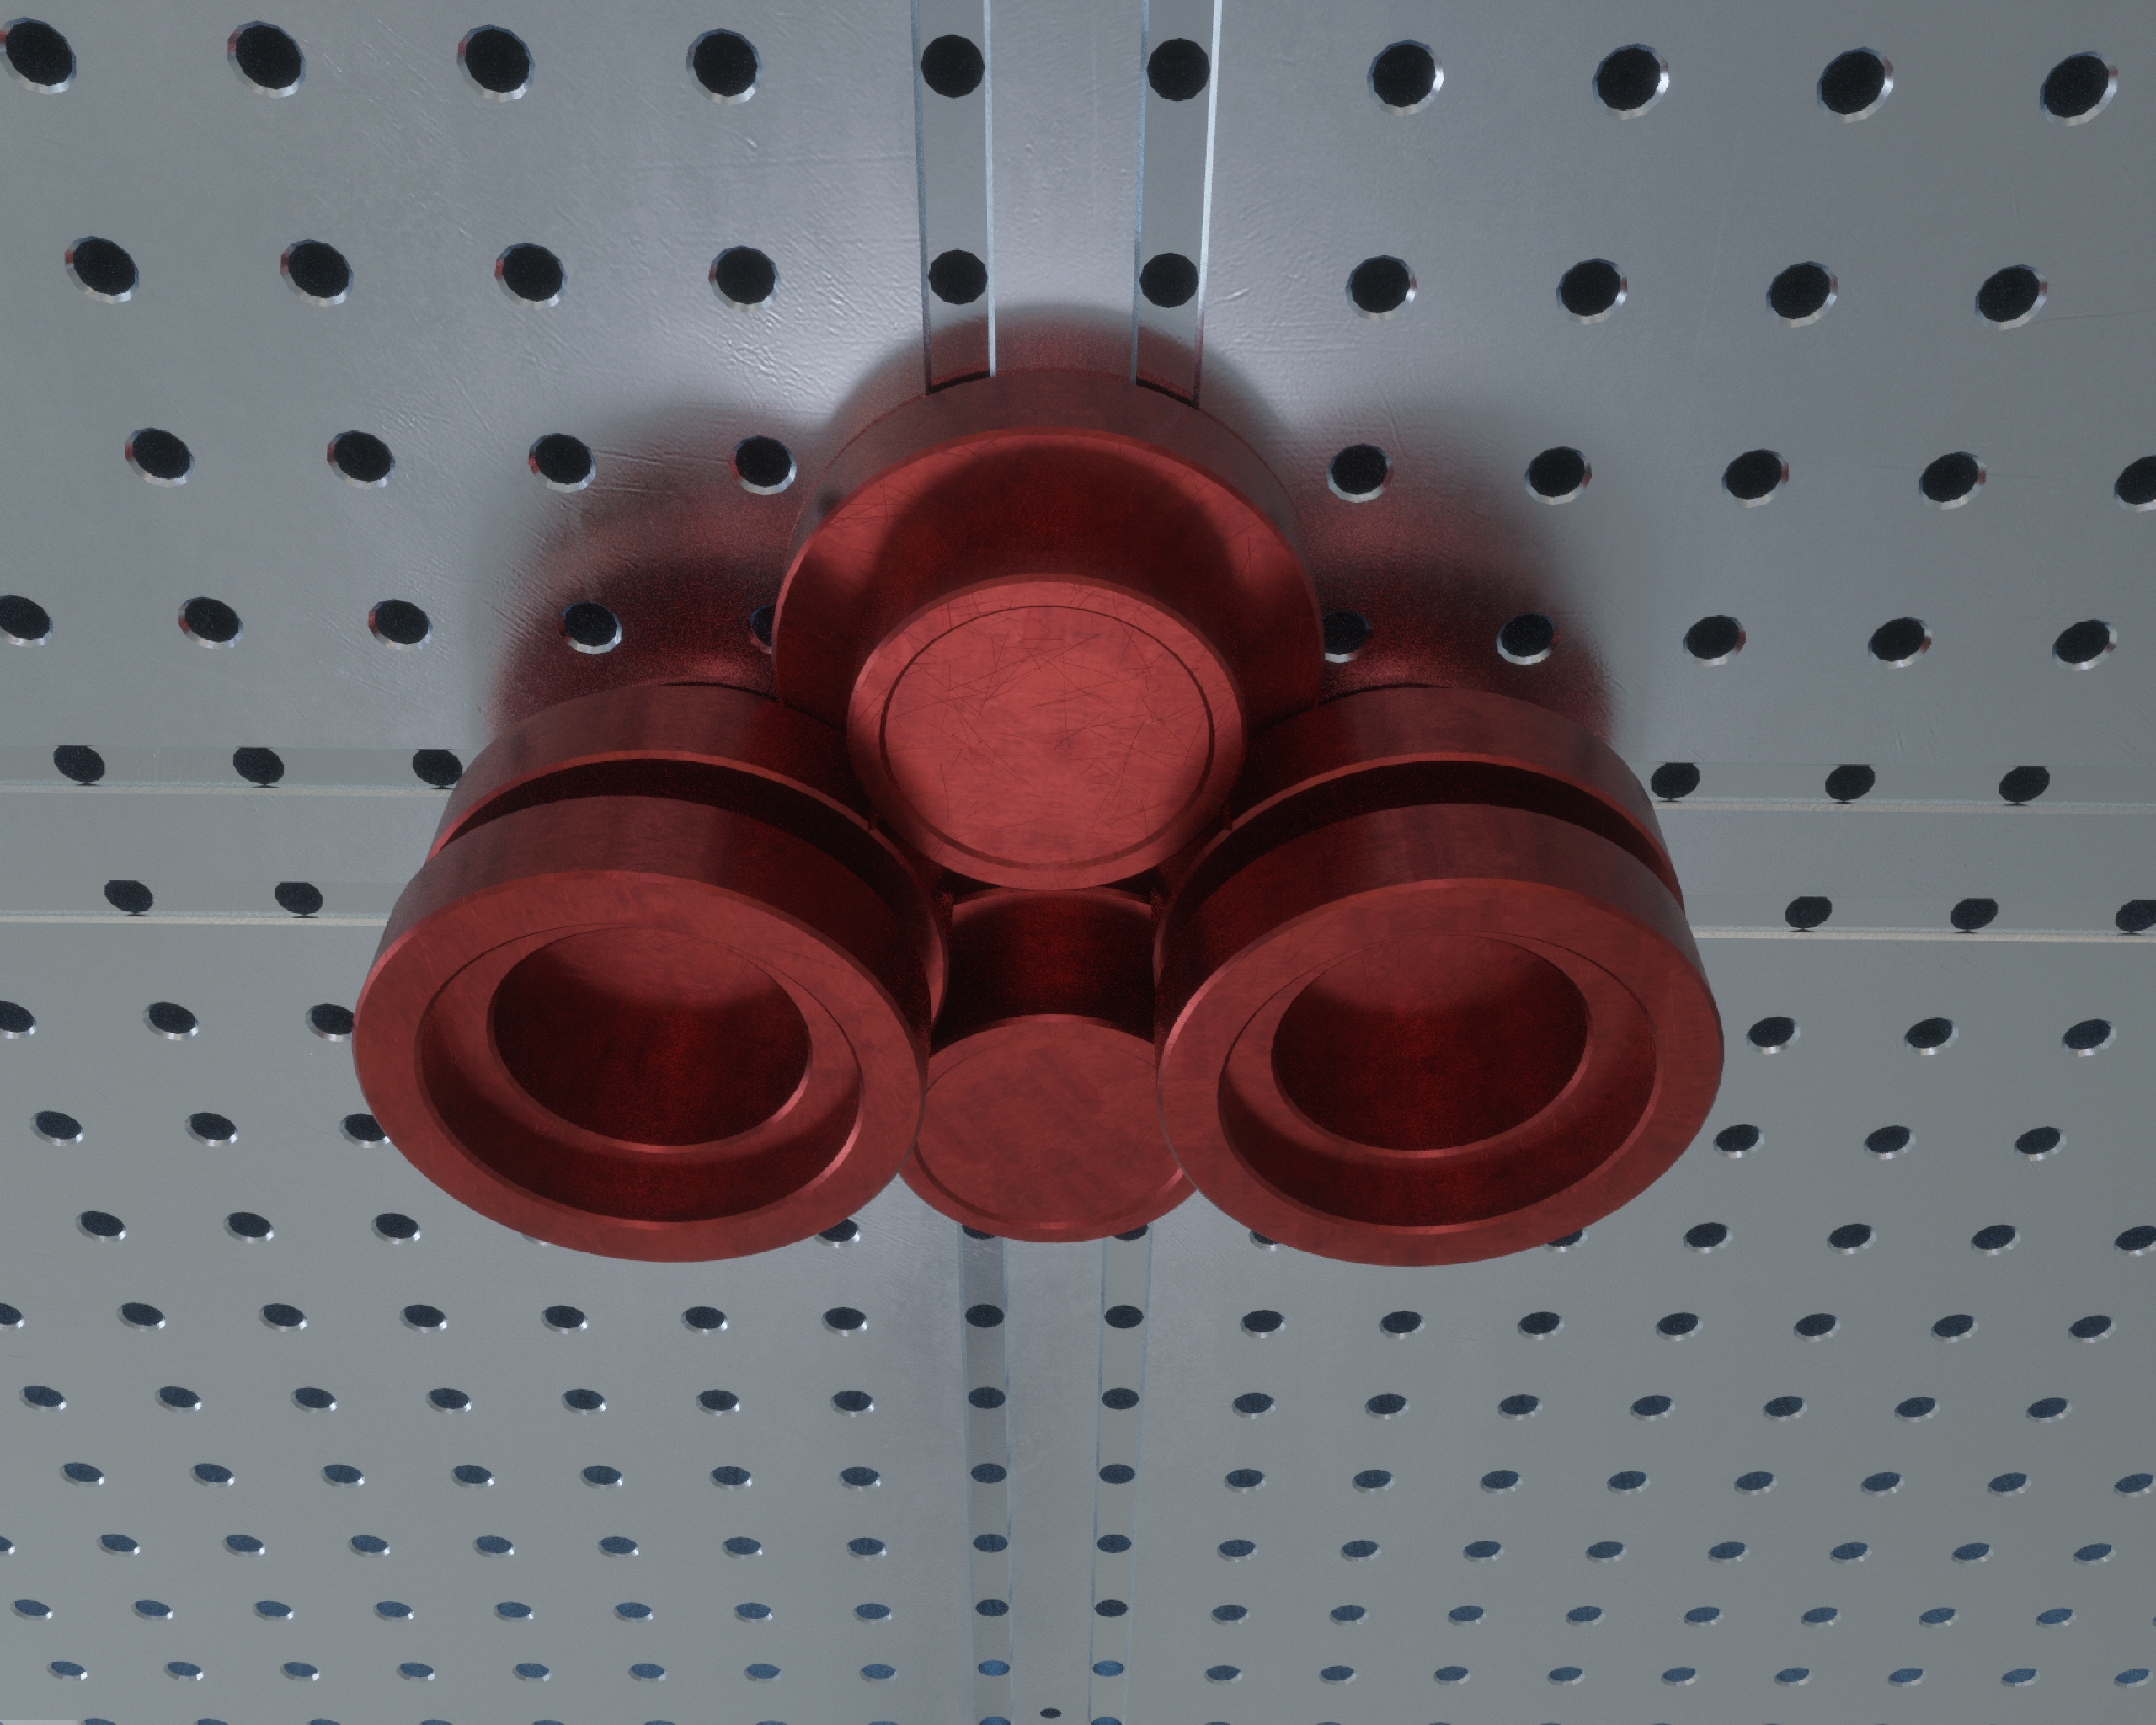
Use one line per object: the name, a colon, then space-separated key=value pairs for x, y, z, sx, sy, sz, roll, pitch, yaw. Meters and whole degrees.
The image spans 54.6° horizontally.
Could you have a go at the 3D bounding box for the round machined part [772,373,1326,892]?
round machined part: x=-0.005 y=-0.033 z=0.371 sx=0.099 sy=0.042 sz=0.097 roll=0 pitch=130 yaw=0

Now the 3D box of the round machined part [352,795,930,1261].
round machined part: x=-0.076 y=0.025 z=0.378 sx=0.099 sy=0.042 sz=0.097 roll=0 pitch=130 yaw=0

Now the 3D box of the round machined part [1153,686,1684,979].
round machined part: x=0.063 y=0.005 z=0.404 sx=0.099 sy=0.042 sz=0.097 roll=0 pitch=130 yaw=0

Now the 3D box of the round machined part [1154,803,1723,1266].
round machined part: x=0.063 y=0.027 z=0.381 sx=0.099 sy=0.042 sz=0.097 roll=0 pitch=130 yaw=0

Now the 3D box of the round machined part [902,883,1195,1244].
round machined part: x=-0.005 y=0.042 z=0.435 sx=0.099 sy=0.042 sz=0.097 roll=0 pitch=130 yaw=0

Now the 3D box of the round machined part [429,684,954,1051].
round machined part: x=-0.073 y=0.005 z=0.403 sx=0.099 sy=0.042 sz=0.097 roll=0 pitch=130 yaw=0
